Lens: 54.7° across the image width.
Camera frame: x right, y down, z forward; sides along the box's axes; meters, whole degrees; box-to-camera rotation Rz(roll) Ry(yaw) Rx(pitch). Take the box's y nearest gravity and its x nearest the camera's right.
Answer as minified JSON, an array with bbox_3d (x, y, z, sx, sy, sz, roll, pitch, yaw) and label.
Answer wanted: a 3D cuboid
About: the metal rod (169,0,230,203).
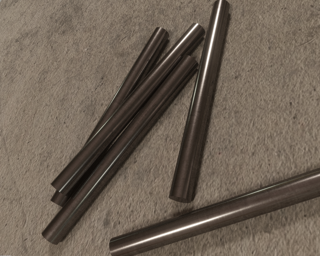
[{"bbox_3d":[0.057,-0.052,0.404,0.025,0.025,0.300,1,62,28],"label":"metal rod"}]

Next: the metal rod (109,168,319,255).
[{"bbox_3d":[0.085,0.079,0.310,0.301,0.025,0.025,-23,54,14],"label":"metal rod"}]

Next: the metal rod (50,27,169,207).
[{"bbox_3d":[-0.065,-0.025,0.451,0.025,0.025,0.300,17,70,34],"label":"metal rod"}]

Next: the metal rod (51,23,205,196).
[{"bbox_3d":[-0.035,-0.035,0.426,0.025,0.025,0.300,29,72,37],"label":"metal rod"}]

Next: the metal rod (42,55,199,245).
[{"bbox_3d":[-0.047,0.022,0.413,0.025,0.025,0.300,31,78,37],"label":"metal rod"}]
